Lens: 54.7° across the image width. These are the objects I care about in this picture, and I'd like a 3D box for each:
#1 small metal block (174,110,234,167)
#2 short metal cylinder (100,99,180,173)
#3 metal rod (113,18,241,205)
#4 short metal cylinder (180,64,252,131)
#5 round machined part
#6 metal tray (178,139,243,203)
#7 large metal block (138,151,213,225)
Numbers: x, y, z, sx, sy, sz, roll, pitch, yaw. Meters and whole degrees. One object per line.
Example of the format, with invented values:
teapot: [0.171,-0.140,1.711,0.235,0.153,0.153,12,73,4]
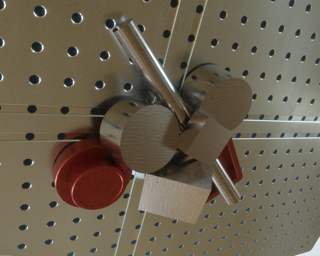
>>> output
small metal block: [0.053,0.013,0.376,0.050,0.025,0.050,30,94,-38]
short metal cylinder: [-0.024,0.008,0.368,0.081,0.050,0.079,-10,108,-34]
metal rod: [0.036,0.000,0.394,0.025,0.025,0.299,-37,120,-4]
short metal cylinder: [0.073,-0.037,0.408,0.081,0.050,0.079,-14,124,-21]
round machined part: [-0.080,0.064,0.390,0.099,0.042,0.097,-14,124,-21]
metal tray: [0.072,0.054,0.476,0.090,0.030,0.130,-32,129,-8]
large metal block: [0.020,0.077,0.415,0.080,0.050,0.079,14,132,1]
